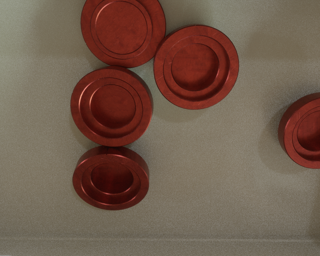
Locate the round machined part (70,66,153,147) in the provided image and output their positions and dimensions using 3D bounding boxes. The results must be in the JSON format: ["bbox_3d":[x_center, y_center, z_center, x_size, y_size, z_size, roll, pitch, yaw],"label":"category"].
[{"bbox_3d":[-0.057,-0.029,0.388,0.099,0.042,0.097,1,109,3],"label":"round machined part"}]

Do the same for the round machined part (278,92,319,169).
[{"bbox_3d":[0.203,0.000,0.404,0.099,0.042,0.097,0,110,0],"label":"round machined part"}]

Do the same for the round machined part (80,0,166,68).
[{"bbox_3d":[-0.042,-0.116,0.356,0.099,0.042,0.097,0,113,-1],"label":"round machined part"}]

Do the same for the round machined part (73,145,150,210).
[{"bbox_3d":[-0.063,0.061,0.417,0.099,0.042,0.097,0,122,-1],"label":"round machined part"}]

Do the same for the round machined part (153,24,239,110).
[{"bbox_3d":[0.041,-0.075,0.373,0.099,0.042,0.097,-1,112,-3],"label":"round machined part"}]
